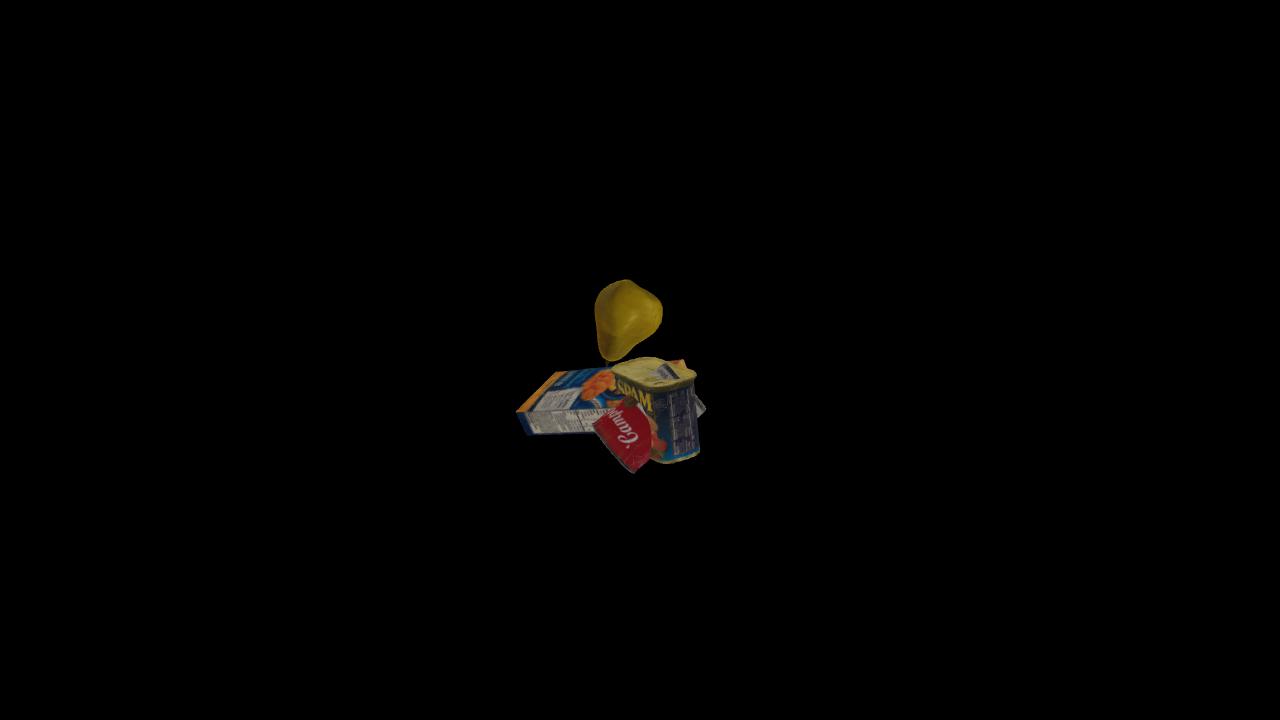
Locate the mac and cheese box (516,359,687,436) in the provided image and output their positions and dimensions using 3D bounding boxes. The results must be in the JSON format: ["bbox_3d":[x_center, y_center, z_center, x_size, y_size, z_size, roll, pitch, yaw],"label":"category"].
[{"bbox_3d":[-0.042,0.043,0.690,0.184,0.041,0.093,-7,26,33],"label":"mac and cheese box"}]

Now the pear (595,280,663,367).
[{"bbox_3d":[-0.026,-0.037,0.717,0.080,0.111,0.080,33,7,-4],"label":"pear"}]

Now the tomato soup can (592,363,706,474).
[{"bbox_3d":[0.010,0.059,0.634,0.101,0.068,0.068,-40,0,0],"label":"tomato soup can"}]

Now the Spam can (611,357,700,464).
[{"bbox_3d":[0.017,0.050,0.638,0.058,0.085,0.101,-16,19,-27],"label":"Spam can"}]
